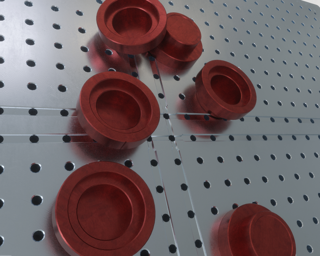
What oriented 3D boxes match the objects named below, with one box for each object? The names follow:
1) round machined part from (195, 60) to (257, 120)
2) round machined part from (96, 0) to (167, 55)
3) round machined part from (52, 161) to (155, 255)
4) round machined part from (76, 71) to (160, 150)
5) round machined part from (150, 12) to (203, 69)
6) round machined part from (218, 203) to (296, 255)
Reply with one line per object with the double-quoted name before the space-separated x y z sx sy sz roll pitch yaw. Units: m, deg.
"round machined part" 0.097 -0.054 0.482 0.099 0.042 0.098 13 56 -21
"round machined part" -0.040 -0.146 0.450 0.099 0.042 0.098 1 66 -2
"round machined part" -0.058 0.086 0.313 0.099 0.042 0.098 13 56 -21
"round machined part" -0.053 -0.018 0.379 0.099 0.042 0.098 13 56 -21
"round machined part" 0.027 -0.147 0.501 0.099 0.042 0.098 13 56 -21
"round machined part" 0.124 0.140 0.378 0.099 0.042 0.098 13 56 -21
